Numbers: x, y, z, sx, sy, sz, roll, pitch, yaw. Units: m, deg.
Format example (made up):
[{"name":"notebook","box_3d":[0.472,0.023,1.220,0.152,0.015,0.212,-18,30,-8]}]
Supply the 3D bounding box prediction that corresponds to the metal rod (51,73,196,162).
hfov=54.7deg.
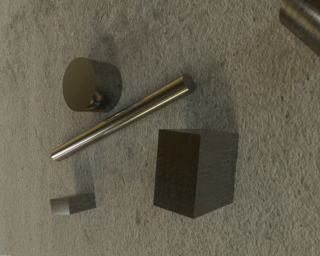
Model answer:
[{"name":"metal rod","box_3d":[-0.073,-0.004,0.462,0.299,0.025,0.025,-25,74,36]}]

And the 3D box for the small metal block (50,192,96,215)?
[{"name":"small metal block","box_3d":[-0.140,0.123,0.502,0.050,0.050,0.025,-14,81,39]}]

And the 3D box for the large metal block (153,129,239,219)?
[{"name":"large metal block","box_3d":[0.041,0.043,0.334,0.050,0.081,0.079,7,95,39]}]

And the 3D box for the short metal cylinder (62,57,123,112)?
[{"name":"short metal cylinder","box_3d":[-0.103,-0.064,0.471,0.080,0.050,0.079,0,90,39]}]

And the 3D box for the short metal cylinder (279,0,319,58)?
[{"name":"short metal cylinder","box_3d":[0.146,-0.101,0.248,0.080,0.081,0.050,-49,61,28]}]
